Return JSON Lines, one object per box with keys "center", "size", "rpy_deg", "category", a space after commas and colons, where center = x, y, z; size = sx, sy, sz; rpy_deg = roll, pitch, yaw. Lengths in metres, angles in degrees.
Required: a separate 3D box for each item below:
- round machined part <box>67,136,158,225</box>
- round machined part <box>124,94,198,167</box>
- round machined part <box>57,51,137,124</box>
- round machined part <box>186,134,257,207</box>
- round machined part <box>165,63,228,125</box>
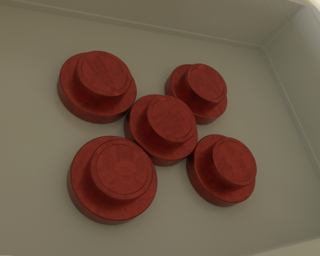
{"center": [-0.047, 0.051, 0.337], "size": [0.099, 0.042, 0.098], "rpy_deg": [14, 56, -21], "category": "round machined part"}
{"center": [0.007, -0.003, 0.399], "size": [0.099, 0.042, 0.098], "rpy_deg": [14, 56, -21], "category": "round machined part"}
{"center": [-0.075, -0.058, 0.389], "size": [0.099, 0.042, 0.098], "rpy_deg": [14, 56, -21], "category": "round machined part"}
{"center": [0.088, 0.051, 0.411], "size": [0.099, 0.042, 0.098], "rpy_deg": [14, 56, -21], "category": "round machined part"}
{"center": [0.060, -0.057, 0.462], "size": [0.099, 0.042, 0.098], "rpy_deg": [14, 56, -21], "category": "round machined part"}
